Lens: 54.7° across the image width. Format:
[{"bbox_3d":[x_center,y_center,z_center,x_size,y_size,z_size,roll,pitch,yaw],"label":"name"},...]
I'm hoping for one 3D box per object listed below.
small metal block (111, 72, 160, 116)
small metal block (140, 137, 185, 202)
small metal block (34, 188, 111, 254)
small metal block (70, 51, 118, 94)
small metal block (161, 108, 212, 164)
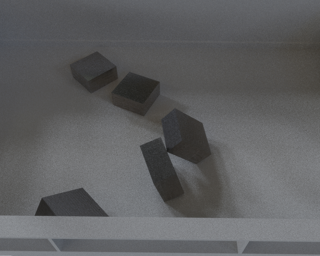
[{"bbox_3d":[-0.034,-0.050,0.447,0.050,0.025,0.050,21,53,16],"label":"small metal block"},{"bbox_3d":[0.003,0.047,0.346,0.025,0.050,0.050,-23,53,-1],"label":"small metal block"},{"bbox_3d":[-0.087,0.090,0.312,0.050,0.025,0.050,38,23,28],"label":"small metal block"},{"bbox_3d":[-0.101,-0.087,0.477,0.050,0.025,0.050,-35,58,-26],"label":"small metal block"},{"bbox_3d":[0.032,0.010,0.379,0.050,0.025,0.050,25,39,-35],"label":"small metal block"}]
